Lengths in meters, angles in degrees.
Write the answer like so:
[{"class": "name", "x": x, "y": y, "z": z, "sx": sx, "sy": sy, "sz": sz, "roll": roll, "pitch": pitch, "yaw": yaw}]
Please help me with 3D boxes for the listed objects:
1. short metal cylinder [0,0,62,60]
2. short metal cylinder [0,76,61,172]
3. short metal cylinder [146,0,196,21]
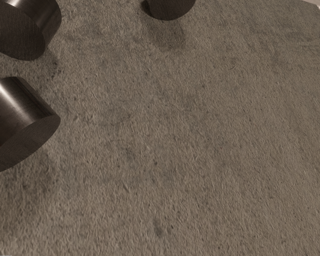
[{"class": "short metal cylinder", "x": -0.163, "y": -0.126, "z": 0.358, "sx": 0.080, "sy": 0.080, "sz": 0.050, "roll": 23, "pitch": 53, "yaw": -15}, {"class": "short metal cylinder", "x": -0.144, "y": -0.003, "z": 0.293, "sx": 0.050, "sy": 0.080, "sz": 0.080, "roll": 47, "pitch": 51, "yaw": 4}, {"class": "short metal cylinder", "x": 0.015, "y": -0.228, "z": 0.517, "sx": 0.081, "sy": 0.080, "sz": 0.050, "roll": -4, "pitch": 64, "yaw": -30}]
